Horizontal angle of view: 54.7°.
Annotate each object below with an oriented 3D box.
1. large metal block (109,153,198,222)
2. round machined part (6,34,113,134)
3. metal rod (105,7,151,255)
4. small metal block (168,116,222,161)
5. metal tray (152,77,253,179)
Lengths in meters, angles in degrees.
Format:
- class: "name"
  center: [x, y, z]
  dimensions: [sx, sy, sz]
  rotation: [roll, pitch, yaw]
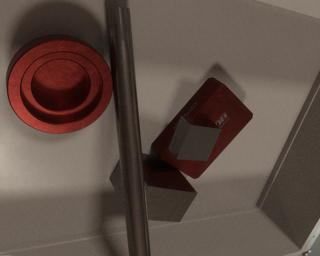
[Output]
- class: "large metal block"
  center: [-0.011, 0.078, 0.417]
  dimensions: [0.081, 0.080, 0.050]
  rotation: [16, 110, -35]
- class: "round machined part"
  center: [-0.101, -0.046, 0.314]
  dimensions: [0.099, 0.042, 0.097]
  rotation: [-14, 125, -21]
- class: "metal rod"
  center: [-0.032, 0.027, 0.339]
  dimensions: [0.025, 0.025, 0.298]
  rotation: [-9, 101, -24]
- class: "small metal block"
  center: [0.045, 0.015, 0.405]
  dimensions: [0.050, 0.025, 0.050]
  rotation: [7, 115, -32]
- class: "metal tray"
  center: [0.062, 0.004, 0.444]
  dimensions: [0.130, 0.030, 0.090]
  rotation: [-49, 129, 6]
